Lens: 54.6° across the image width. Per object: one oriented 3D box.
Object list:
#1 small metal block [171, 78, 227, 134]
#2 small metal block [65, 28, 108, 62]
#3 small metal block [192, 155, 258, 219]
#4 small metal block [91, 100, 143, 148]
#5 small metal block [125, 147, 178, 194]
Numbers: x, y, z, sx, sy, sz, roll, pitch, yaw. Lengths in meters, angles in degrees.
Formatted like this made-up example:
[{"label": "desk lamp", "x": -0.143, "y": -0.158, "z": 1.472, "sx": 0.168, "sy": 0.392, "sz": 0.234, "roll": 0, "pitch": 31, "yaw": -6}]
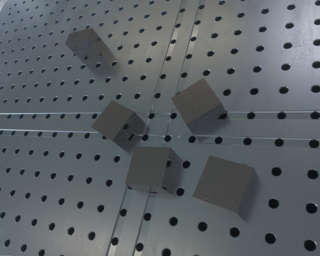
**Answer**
[{"label": "small metal block", "x": 0.050, "y": -0.029, "z": 0.401, "sx": 0.050, "sy": 0.025, "sz": 0.050, "roll": -32, "pitch": 52, "yaw": 7}, {"label": "small metal block", "x": -0.130, "y": -0.147, "z": 0.552, "sx": 0.050, "sy": 0.050, "sz": 0.025, "roll": -4, "pitch": 60, "yaw": 26}, {"label": "small metal block", "x": 0.070, "y": 0.063, "z": 0.334, "sx": 0.050, "sy": 0.025, "sz": 0.050, "roll": 14, "pitch": 69, "yaw": 34}, {"label": "small metal block", "x": -0.062, "y": -0.006, "z": 0.446, "sx": 0.050, "sy": 0.025, "sz": 0.050, "roll": 28, "pitch": 77, "yaw": 37}, {"label": "small metal block", "x": -0.010, "y": 0.051, "z": 0.383, "sx": 0.050, "sy": 0.025, "sz": 0.050, "roll": -1, "pitch": 61, "yaw": 28}]
